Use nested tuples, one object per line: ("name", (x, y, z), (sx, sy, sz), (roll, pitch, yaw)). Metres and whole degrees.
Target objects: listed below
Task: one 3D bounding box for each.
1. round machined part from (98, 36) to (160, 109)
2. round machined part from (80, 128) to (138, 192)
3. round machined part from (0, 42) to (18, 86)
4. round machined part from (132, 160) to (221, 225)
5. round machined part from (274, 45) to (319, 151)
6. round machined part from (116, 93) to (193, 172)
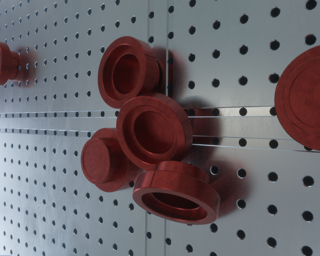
("round machined part", (-0.039, -0.073, 0.429), (0.098, 0.042, 0.098), (-4, 84, 42))
("round machined part", (-0.082, 0.048, 0.468), (0.098, 0.042, 0.097), (0, 90, 40))
("round machined part", (-0.354, -0.142, 0.693), (0.098, 0.042, 0.097), (0, 90, 40))
("round machined part", (0.021, 0.072, 0.358), (0.098, 0.098, 0.042), (-14, 46, 39))
("round machined part", (0.150, -0.027, 0.275), (0.098, 0.042, 0.097), (0, 90, 40))
("round machined part", (-0.003, 0.003, 0.389), (0.098, 0.042, 0.097), (11, 113, 27))
